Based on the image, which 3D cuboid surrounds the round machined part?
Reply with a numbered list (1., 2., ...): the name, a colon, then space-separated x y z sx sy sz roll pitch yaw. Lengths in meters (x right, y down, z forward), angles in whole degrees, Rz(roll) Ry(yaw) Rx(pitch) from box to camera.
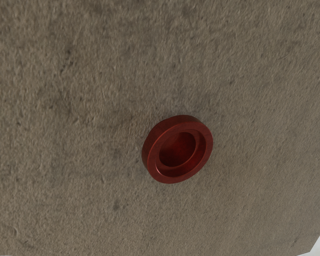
1. round machined part: 0.020 0.025 0.424 0.099 0.042 0.097 -14 125 -21
